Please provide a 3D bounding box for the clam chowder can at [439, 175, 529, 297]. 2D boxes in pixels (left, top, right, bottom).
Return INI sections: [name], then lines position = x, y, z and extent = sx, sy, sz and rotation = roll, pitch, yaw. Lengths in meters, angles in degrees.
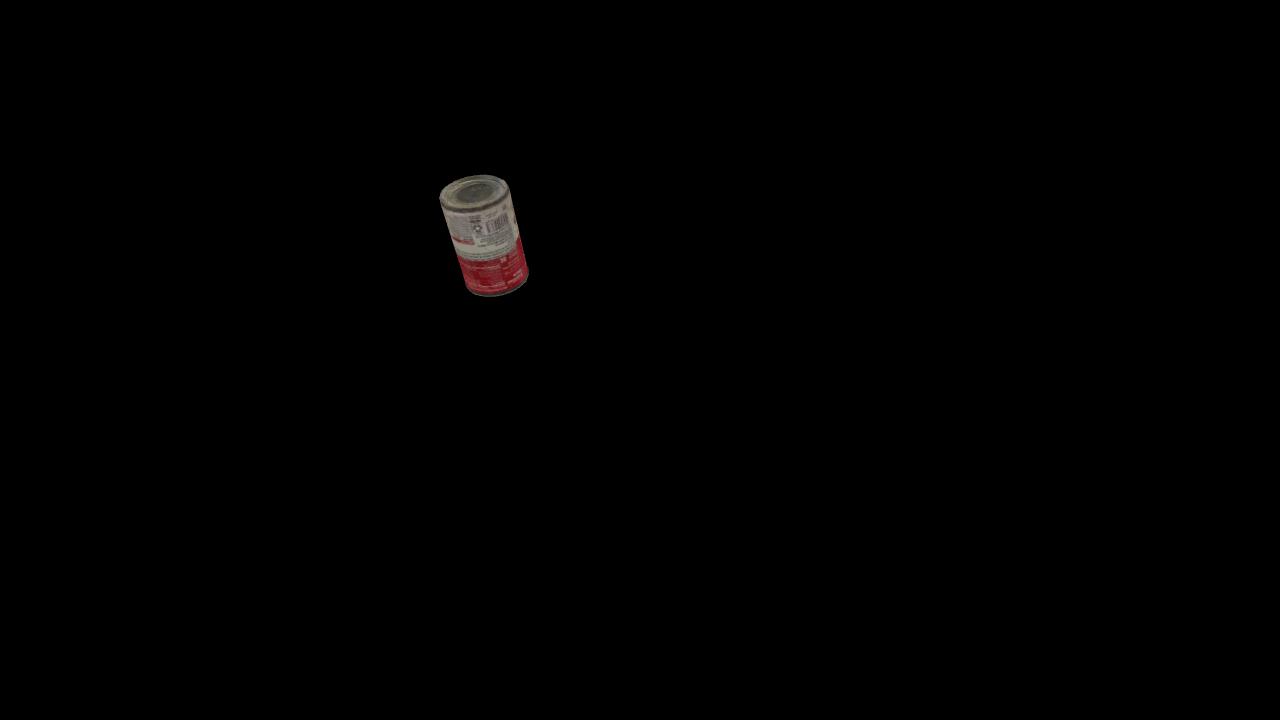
[clam chowder can]
position = -0.154, -0.124, 0.615
extent = 0.068, 0.102, 0.068
rotation = -3, 45, 2
